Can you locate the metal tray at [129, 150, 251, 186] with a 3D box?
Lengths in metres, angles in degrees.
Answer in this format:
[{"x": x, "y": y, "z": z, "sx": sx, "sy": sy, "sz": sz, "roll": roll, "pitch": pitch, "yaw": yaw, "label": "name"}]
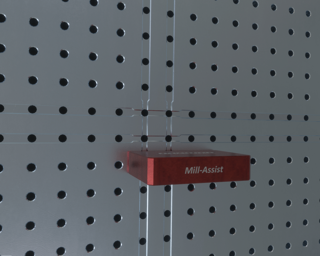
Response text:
[{"x": 0.035, "y": 0.047, "z": 0.390, "sx": 0.131, "sy": 0.090, "sz": 0.030, "roll": 1, "pitch": 90, "yaw": -20, "label": "metal tray"}]
